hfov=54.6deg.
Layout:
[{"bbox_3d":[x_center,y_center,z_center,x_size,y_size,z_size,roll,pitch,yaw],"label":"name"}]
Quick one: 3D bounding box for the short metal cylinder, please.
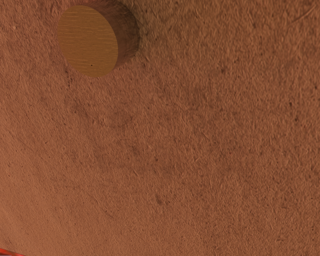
[{"bbox_3d":[-0.071,-0.106,0.363,0.080,0.050,0.080,13,124,21],"label":"short metal cylinder"}]
